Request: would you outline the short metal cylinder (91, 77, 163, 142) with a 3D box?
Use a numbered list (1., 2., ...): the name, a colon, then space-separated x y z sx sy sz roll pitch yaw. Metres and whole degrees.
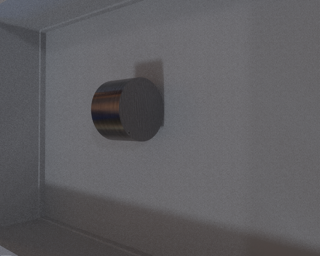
1. short metal cylinder: -0.040 -0.023 0.399 0.050 0.081 0.079 0 90 40
